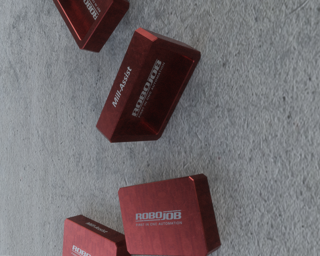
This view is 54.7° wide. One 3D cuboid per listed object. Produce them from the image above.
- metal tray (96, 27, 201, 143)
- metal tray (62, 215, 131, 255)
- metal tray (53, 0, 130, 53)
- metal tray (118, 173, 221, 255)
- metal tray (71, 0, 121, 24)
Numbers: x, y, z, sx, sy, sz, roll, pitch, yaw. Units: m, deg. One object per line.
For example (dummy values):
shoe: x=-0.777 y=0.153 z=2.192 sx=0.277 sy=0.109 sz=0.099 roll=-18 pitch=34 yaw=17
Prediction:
metal tray: x=-0.013 y=-0.045 z=0.373 sx=0.030 sy=0.091 sz=0.129 roll=40 pitch=114 yaw=33
metal tray: x=-0.103 y=0.200 z=0.487 sx=0.130 sy=0.030 sz=0.089 roll=8 pitch=95 yaw=39
metal tray: x=-0.106 y=-0.186 z=0.448 sx=0.090 sy=0.030 sz=0.130 roll=-46 pitch=63 yaw=30
metal tray: x=0.006 y=0.113 z=0.397 sx=0.130 sy=0.030 sz=0.090 roll=-17 pitch=79 yaw=38
metal tray: x=-0.107 y=-0.235 z=0.490 sx=0.130 sy=0.030 sz=0.089 roll=45 pitch=117 yaw=30
